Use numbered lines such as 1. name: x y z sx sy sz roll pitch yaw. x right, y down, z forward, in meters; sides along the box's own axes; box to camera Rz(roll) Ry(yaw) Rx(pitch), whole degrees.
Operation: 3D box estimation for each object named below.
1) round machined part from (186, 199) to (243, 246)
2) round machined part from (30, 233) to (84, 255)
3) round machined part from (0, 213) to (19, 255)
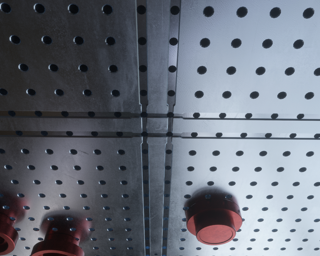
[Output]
1. round machined part: 0.096 0.171 0.546 0.099 0.042 0.097 0 130 0
2. round machined part: -0.197 0.242 0.605 0.099 0.042 0.097 0 130 0
3. round machined part: -0.305 0.186 0.556 0.099 0.042 0.097 0 130 0
